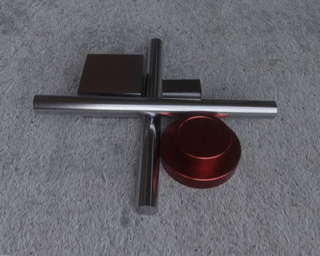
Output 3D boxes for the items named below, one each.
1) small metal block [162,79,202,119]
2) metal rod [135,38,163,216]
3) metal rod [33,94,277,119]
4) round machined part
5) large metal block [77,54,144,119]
[{"bbox_3d":[0.028,-0.039,0.422,0.050,0.050,0.025,-1,50,-1],"label":"small metal block"},{"bbox_3d":[-0.011,-0.026,0.427,0.025,0.025,0.300,1,50,1],"label":"metal rod"},{"bbox_3d":[-0.002,-0.026,0.394,0.302,0.025,0.025,1,50,-5],"label":"metal rod"},{"bbox_3d":[0.049,0.021,0.376,0.099,0.042,0.098,0,50,0],"label":"round machined part"},{"bbox_3d":[-0.064,-0.059,0.436,0.081,0.050,0.080,1,50,0],"label":"large metal block"}]
